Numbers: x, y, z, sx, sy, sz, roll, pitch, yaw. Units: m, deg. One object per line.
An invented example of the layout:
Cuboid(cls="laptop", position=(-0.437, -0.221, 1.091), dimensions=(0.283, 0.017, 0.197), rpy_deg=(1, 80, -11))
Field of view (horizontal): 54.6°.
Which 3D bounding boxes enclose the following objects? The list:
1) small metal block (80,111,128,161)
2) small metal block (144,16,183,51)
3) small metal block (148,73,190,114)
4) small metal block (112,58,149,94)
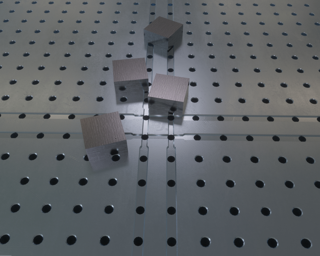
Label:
Cuboid(cls="small metal block", position=(-0.072, 0.009, 0.400), dimensions=(0.050, 0.025, 0.050), rpy_deg=(-13, 51, -11))
Cuboid(cls="small metal block", position=(0.006, -0.169, 0.550), dimensions=(0.050, 0.025, 0.050), rpy_deg=(26, 55, 20))
Cuboid(cls="small metal block", position=(0.013, -0.050, 0.450), dimensions=(0.050, 0.025, 0.050), rpy_deg=(10, 51, 8))
Cuboid(cls="small metal block", position=(-0.045, -0.080, 0.475), dimensions=(0.050, 0.025, 0.050), rpy_deg=(-6, 50, -5))
